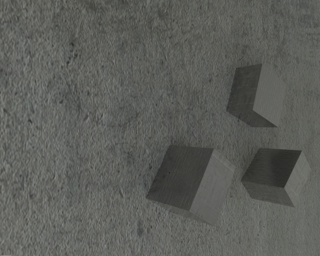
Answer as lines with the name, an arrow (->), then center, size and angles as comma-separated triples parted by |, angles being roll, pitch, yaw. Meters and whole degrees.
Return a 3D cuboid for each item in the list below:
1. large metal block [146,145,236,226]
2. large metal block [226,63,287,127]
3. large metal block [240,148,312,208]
large metal block -> 0.040, 0.071, 0.402 | 0.050, 0.080, 0.080 | 39, 66, -33
large metal block -> 0.165, -0.052, 0.526 | 0.080, 0.050, 0.080 | 25, 74, -37
large metal block -> 0.201, 0.083, 0.537 | 0.080, 0.080, 0.050 | -51, 120, -28
